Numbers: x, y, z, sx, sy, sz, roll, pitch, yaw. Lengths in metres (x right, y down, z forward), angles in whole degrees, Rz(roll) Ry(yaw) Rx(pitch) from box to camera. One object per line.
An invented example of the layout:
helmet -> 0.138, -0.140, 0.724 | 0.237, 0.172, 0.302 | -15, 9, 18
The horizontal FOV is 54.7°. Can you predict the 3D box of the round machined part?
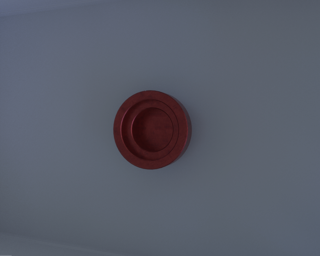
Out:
round machined part -> -0.007, 0.002, 0.399 | 0.098, 0.042, 0.097 | 0, 90, 19
